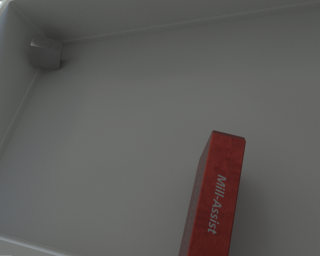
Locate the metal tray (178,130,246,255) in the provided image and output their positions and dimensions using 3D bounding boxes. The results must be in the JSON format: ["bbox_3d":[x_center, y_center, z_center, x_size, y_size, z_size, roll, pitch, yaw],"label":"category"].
[{"bbox_3d":[0.045,0.078,0.289,0.030,0.090,0.130,14,66,4],"label":"metal tray"}]

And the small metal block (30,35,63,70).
[{"bbox_3d":[-0.207,-0.137,0.566,0.050,0.050,0.025,8,57,-16],"label":"small metal block"}]
